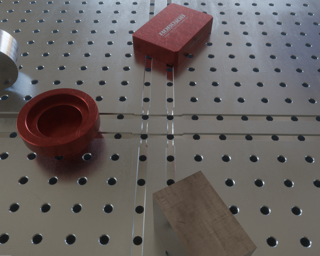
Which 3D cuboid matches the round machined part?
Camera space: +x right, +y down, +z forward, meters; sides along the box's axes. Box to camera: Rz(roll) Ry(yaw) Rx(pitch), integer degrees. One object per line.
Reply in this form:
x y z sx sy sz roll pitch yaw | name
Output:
-0.126 -0.003 0.398 0.099 0.042 0.098 0 50 0 | round machined part

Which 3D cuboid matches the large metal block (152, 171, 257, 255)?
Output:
0.035 0.101 0.287 0.050 0.080 0.080 -23 54 -18 | large metal block

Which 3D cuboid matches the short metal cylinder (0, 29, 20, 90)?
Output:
-0.250 -0.101 0.455 0.081 0.080 0.050 -9 51 -8 | short metal cylinder

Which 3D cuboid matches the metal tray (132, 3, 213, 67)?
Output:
0.024 -0.168 0.546 0.090 0.030 0.131 27 55 20 | metal tray
